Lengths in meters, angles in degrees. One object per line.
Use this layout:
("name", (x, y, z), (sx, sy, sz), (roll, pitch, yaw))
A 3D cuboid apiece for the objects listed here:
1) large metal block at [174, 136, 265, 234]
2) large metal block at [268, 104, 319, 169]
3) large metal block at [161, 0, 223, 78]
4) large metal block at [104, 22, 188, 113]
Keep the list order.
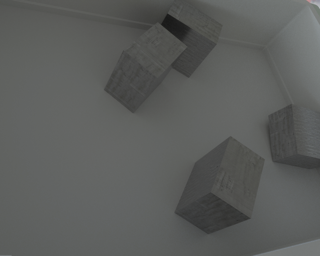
("large metal block", (0.070, 0.069, 0.366), (0.050, 0.080, 0.080), (34, 51, -6))
("large metal block", (0.225, 0.016, 0.493), (0.081, 0.050, 0.080), (12, 66, -21))
("large metal block", (0.035, -0.136, 0.472), (0.080, 0.080, 0.050), (29, 52, -10))
("large metal block", (-0.019, -0.078, 0.407), (0.050, 0.080, 0.080), (39, 51, -2))
